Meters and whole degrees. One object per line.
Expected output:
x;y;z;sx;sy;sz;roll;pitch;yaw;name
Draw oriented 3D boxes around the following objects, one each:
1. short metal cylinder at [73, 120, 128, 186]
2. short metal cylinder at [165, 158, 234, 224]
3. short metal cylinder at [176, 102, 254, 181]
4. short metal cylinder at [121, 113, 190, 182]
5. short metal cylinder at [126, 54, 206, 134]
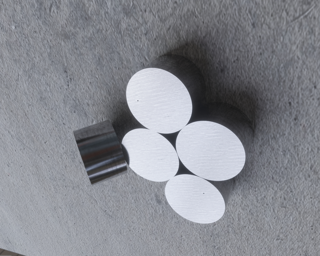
-0.083;0.034;0.430;0.080;0.050;0.080;161;90;-76;short metal cylinder
0.054;0.079;0.413;0.080;0.050;0.079;13;124;21;short metal cylinder
0.066;0.015;0.367;0.080;0.050;0.079;13;124;21;short metal cylinder
-0.003;0.023;0.408;0.080;0.050;0.079;13;124;21;short metal cylinder
0.008;-0.040;0.363;0.080;0.050;0.079;13;124;21;short metal cylinder
